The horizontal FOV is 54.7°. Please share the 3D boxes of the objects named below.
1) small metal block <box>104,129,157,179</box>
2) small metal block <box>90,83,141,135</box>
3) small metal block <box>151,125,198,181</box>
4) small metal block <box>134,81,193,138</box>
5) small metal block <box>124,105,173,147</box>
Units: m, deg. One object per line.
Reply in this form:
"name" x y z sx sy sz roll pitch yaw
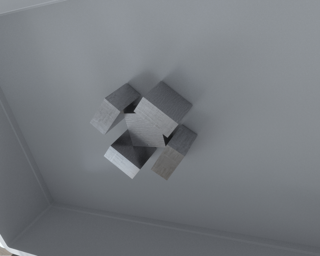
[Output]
"small metal block" -0.041 0.034 0.433 0.050 0.050 0.025 39 130 2
"small metal block" -0.058 -0.025 0.405 0.025 0.050 0.050 41 130 1
"small metal block" 0.019 0.031 0.399 0.025 0.050 0.050 34 128 4
"small metal block" 0.005 -0.024 0.372 0.050 0.050 0.025 38 128 1
"small metal block" -0.015 -0.003 0.412 0.050 0.025 0.050 1 119 28
